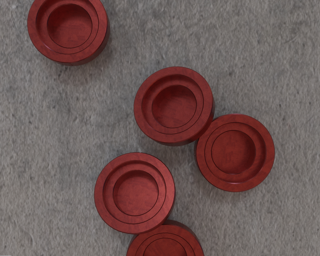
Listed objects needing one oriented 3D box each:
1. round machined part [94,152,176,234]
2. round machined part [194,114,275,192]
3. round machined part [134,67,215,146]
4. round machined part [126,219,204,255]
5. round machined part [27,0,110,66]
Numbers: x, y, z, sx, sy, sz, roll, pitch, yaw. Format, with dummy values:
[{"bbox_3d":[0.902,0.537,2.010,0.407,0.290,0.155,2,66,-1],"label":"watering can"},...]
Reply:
[{"bbox_3d":[-0.029,0.083,0.390,0.099,0.042,0.098,-2,68,4],"label":"round machined part"},{"bbox_3d":[0.093,0.031,0.403,0.099,0.042,0.097,0,90,-1],"label":"round machined part"},{"bbox_3d":[0.020,-0.024,0.391,0.098,0.042,0.098,-4,74,15],"label":"round machined part"},{"bbox_3d":[0.006,0.167,0.402,0.099,0.042,0.097,0,90,-1],"label":"round machined part"},{"bbox_3d":[-0.114,-0.128,0.400,0.099,0.042,0.097,0,90,-1],"label":"round machined part"}]
